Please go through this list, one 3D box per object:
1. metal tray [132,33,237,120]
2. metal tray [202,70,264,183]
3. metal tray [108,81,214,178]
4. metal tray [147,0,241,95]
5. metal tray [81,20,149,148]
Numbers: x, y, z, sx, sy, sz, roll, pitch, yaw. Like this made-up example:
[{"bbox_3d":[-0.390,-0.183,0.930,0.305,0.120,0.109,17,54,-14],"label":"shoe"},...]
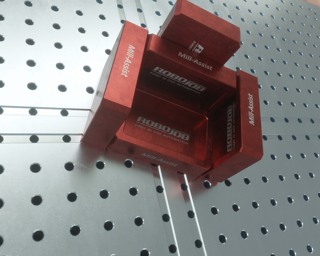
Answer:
[{"bbox_3d":[0.025,-0.062,0.417,0.131,0.090,0.030,20,55,-17],"label":"metal tray"},{"bbox_3d":[0.094,-0.003,0.417,0.030,0.090,0.130,20,54,-17],"label":"metal tray"},{"bbox_3d":[0.006,0.002,0.405,0.131,0.030,0.090,20,54,-17],"label":"metal tray"},{"bbox_3d":[0.034,-0.097,0.417,0.090,0.129,0.030,21,54,-16],"label":"metal tray"},{"bbox_3d":[-0.053,-0.052,0.369,0.030,0.090,0.130,20,54,-17],"label":"metal tray"}]
